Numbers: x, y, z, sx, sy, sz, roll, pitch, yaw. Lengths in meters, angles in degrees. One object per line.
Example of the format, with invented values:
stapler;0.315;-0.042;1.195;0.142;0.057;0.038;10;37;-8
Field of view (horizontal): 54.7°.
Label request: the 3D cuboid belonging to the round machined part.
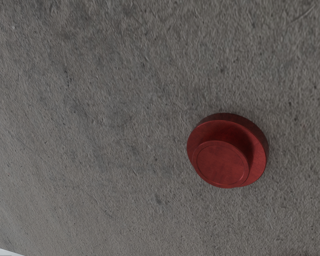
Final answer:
round machined part;0.078;0.034;0.376;0.098;0.042;0.097;13;124;21
